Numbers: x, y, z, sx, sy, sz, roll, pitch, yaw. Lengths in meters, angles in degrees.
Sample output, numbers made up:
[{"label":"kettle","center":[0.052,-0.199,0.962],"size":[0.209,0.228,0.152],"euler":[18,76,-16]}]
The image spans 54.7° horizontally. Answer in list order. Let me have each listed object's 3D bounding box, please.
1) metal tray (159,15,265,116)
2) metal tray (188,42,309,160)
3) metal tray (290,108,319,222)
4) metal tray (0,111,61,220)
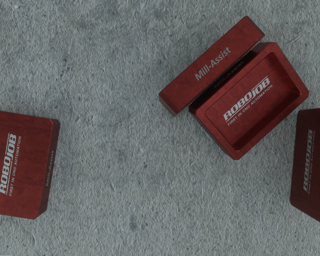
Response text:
[{"label":"metal tray","center":[0.057,-0.069,0.377],"size":[0.130,0.090,0.030],"euler":[-42,89,0]},{"label":"metal tray","center":[0.113,-0.034,0.395],"size":[0.130,0.030,0.090],"euler":[-42,108,0]},{"label":"metal tray","center":[0.197,0.042,0.378],"size":[0.030,0.090,0.129],"euler":[5,90,0]},{"label":"metal tray","center":[-0.189,0.046,0.406],"size":[0.091,0.030,0.129],"euler":[9,90,0]}]
